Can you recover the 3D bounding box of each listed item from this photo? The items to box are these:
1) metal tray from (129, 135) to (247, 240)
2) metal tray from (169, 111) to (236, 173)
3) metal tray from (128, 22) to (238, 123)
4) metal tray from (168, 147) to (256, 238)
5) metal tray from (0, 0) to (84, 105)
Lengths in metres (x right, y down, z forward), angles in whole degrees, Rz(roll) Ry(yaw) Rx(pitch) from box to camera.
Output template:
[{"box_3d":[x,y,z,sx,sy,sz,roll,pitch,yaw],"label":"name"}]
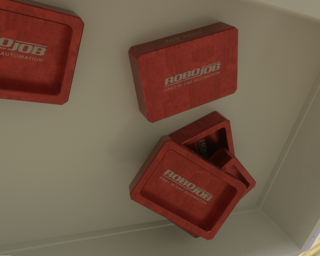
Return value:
[{"box_3d":[0.036,0.080,0.411,0.130,0.030,0.090,32,95,-13],"label":"metal tray"},{"box_3d":[0.068,0.048,0.474,0.091,0.030,0.129,-27,128,-12],"label":"metal tray"},{"box_3d":[0.033,-0.069,0.383,0.131,0.030,0.089,-20,127,-17],"label":"metal tray"},{"box_3d":[0.075,0.101,0.471,0.130,0.030,0.090,-43,129,1],"label":"metal tray"},{"box_3d":[-0.144,-0.073,0.281,0.131,0.030,0.089,5,116,-31],"label":"metal tray"}]
